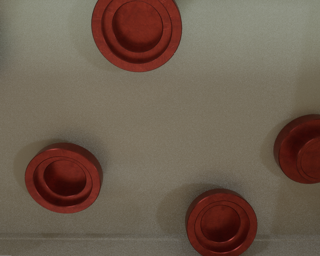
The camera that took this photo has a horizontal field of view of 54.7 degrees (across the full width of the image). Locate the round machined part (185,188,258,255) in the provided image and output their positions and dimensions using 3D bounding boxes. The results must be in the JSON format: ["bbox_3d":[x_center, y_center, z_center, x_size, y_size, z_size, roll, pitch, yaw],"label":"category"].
[{"bbox_3d":[0.085,0.134,0.445,0.099,0.042,0.097,0,97,-3],"label":"round machined part"}]

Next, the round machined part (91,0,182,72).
[{"bbox_3d":[-0.024,-0.117,0.353,0.099,0.042,0.097,1,120,1],"label":"round machined part"}]

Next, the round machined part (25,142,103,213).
[{"bbox_3d":[-0.127,0.064,0.424,0.099,0.042,0.097,0,110,-1],"label":"round machined part"}]

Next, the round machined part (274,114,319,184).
[{"bbox_3d":[0.210,0.034,0.418,0.099,0.042,0.097,0,110,-1],"label":"round machined part"}]
